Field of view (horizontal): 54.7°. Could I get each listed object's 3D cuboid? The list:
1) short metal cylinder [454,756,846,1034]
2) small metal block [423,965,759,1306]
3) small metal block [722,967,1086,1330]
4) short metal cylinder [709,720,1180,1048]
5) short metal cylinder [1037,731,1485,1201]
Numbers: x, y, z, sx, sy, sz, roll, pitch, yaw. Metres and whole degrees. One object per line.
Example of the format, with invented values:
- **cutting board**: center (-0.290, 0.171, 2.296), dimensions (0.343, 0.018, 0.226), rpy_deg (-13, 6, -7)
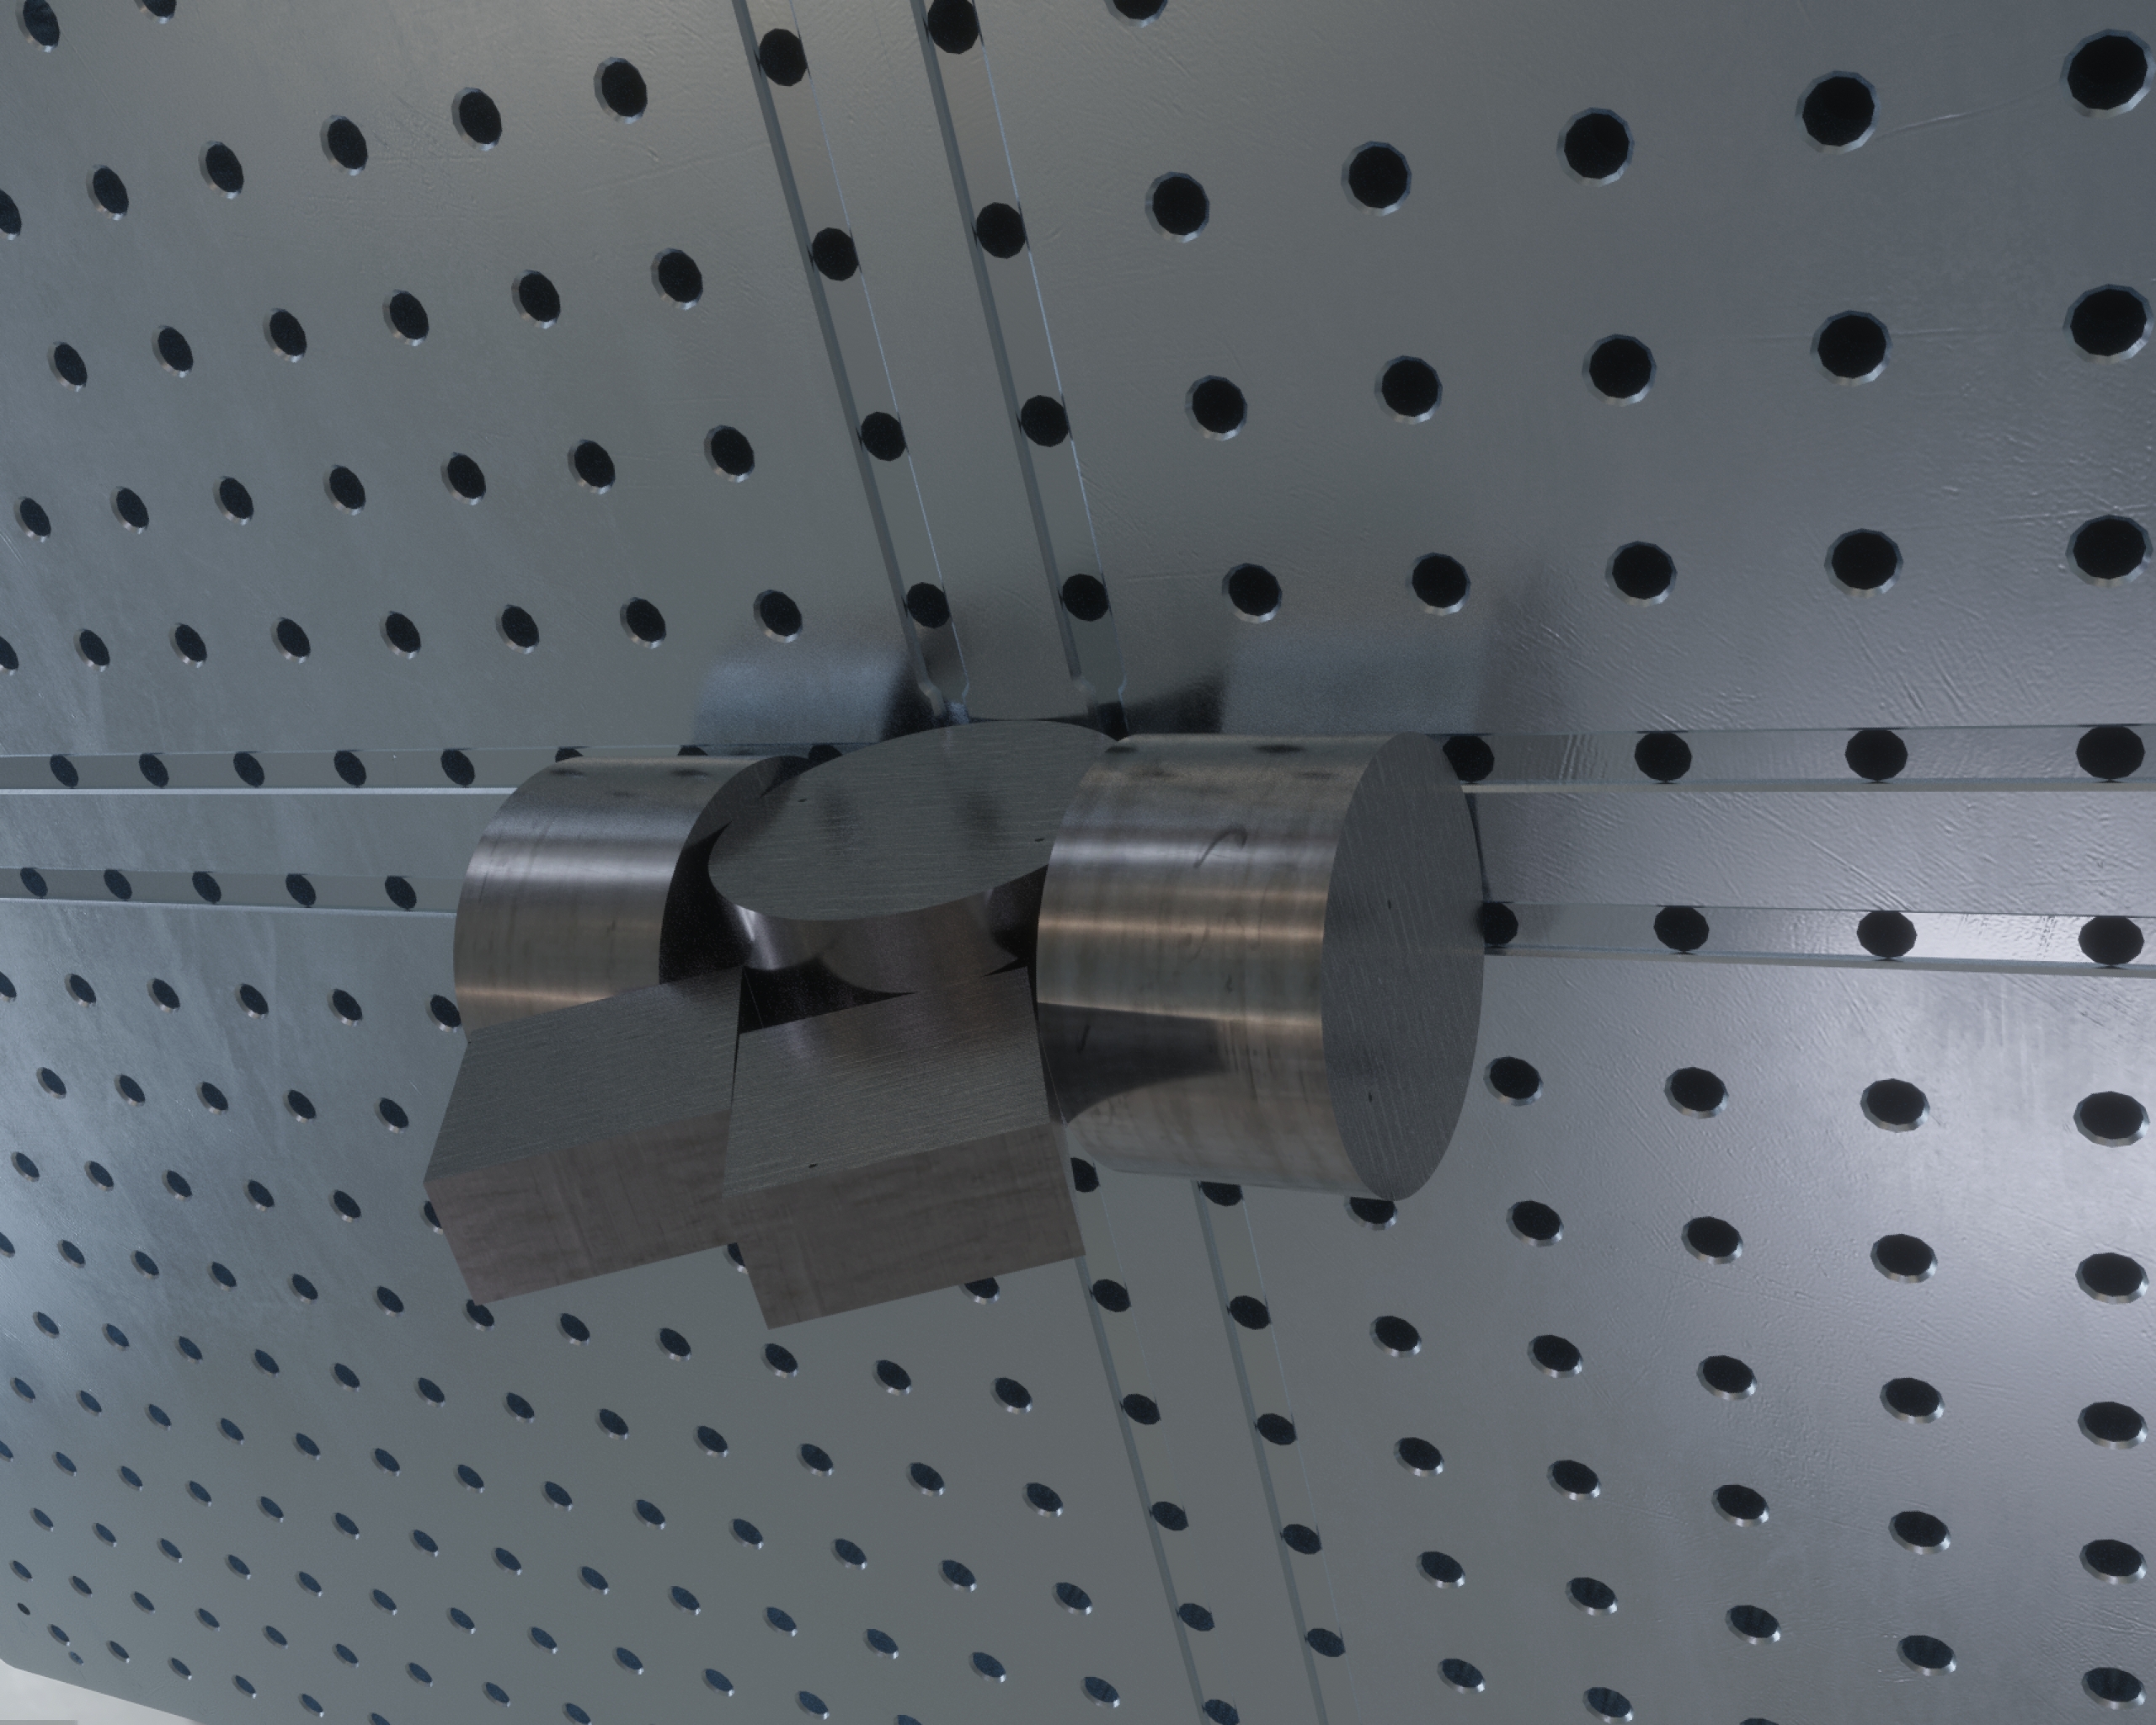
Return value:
- **short metal cylinder**: center (-0.080, 0.018, 0.428), dimensions (0.050, 0.080, 0.080), rpy_deg (1, 119, 28)
- **small metal block**: center (-0.080, 0.046, 0.360), dimensions (0.050, 0.050, 0.025), rpy_deg (-14, 115, -1)
- **small metal block**: center (-0.028, 0.045, 0.338), dimensions (0.050, 0.050, 0.025), rpy_deg (-13, 115, 0)
- **short metal cylinder**: center (-0.024, 0.012, 0.396), dimensions (0.080, 0.080, 0.050), rpy_deg (1, 119, 27)
- **short metal cylinder**: center (0.035, 0.017, 0.367), dimensions (0.050, 0.080, 0.080), rpy_deg (1, 119, 29)
